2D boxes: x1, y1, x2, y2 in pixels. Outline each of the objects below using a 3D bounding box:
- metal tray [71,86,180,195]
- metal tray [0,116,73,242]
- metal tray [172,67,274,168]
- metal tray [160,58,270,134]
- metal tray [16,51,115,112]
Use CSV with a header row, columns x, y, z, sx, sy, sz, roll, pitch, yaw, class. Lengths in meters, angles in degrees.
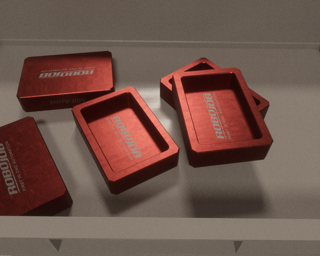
x,y,z,sx,sy,sz,roll,pitch,yaw,class
-0.046,0.009,0.393,0.091,0.030,0.130,-23,54,-19,metal tray
-0.168,0.052,0.356,0.091,0.030,0.130,-25,55,-20,metal tray
0.069,-0.018,0.378,0.091,0.030,0.130,-6,50,-6,metal tray
0.073,-0.041,0.437,0.091,0.030,0.130,-31,57,-24,metal tray
-0.135,-0.071,0.460,0.131,0.030,0.090,-6,50,-6,metal tray
